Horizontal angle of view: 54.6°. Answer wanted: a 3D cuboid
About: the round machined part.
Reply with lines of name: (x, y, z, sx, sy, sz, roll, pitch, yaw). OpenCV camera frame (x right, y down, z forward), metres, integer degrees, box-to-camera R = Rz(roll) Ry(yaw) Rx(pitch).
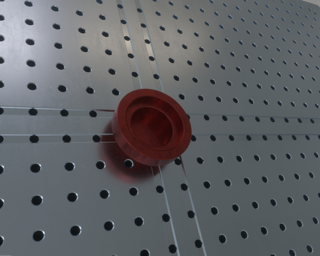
round machined part: (-0.013, 0.003, 0.388, 0.099, 0.042, 0.098, 13, 56, -21)
